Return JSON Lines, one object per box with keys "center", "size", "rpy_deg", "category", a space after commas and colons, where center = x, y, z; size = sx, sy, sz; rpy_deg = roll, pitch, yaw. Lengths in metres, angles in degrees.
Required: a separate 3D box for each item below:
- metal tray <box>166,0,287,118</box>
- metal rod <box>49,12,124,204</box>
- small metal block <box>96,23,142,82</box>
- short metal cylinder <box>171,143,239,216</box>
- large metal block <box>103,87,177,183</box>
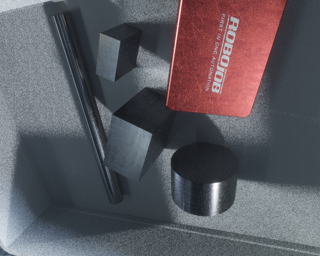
{"center": [0.058, -0.076, 0.305], "size": [0.091, 0.030, 0.129], "rpy_deg": [5, 124, -3], "category": "metal tray"}
{"center": [-0.099, -0.011, 0.451], "size": [0.025, 0.025, 0.298], "rpy_deg": [3, 120, 26], "category": "metal rod"}
{"center": [-0.048, -0.089, 0.361], "size": [0.025, 0.050, 0.050], "rpy_deg": [25, 127, 13], "category": "small metal block"}
{"center": [0.054, 0.061, 0.382], "size": [0.080, 0.080, 0.050], "rpy_deg": [11, 123, 21], "category": "short metal cylinder"}
{"center": [-0.023, 0.007, 0.388], "size": [0.050, 0.080, 0.079], "rpy_deg": [26, 127, 12], "category": "large metal block"}
